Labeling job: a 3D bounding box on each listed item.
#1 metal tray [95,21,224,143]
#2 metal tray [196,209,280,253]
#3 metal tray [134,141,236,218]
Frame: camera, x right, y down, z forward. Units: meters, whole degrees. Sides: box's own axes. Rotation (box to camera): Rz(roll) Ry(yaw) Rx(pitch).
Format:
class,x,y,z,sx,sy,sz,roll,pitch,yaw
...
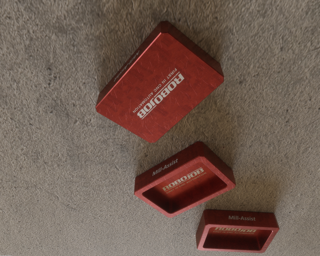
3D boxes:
class,x,y,z,sx,sy,sz,roll,pitch,yaw
metal tray,-0.003,-0.047,0.364,0.090,0.030,0.129,32,123,-25
metal tray,0.138,0.191,0.567,0.131,0.030,0.089,4,130,-4
metal tray,0.036,0.083,0.474,0.130,0.030,0.090,-33,123,24
